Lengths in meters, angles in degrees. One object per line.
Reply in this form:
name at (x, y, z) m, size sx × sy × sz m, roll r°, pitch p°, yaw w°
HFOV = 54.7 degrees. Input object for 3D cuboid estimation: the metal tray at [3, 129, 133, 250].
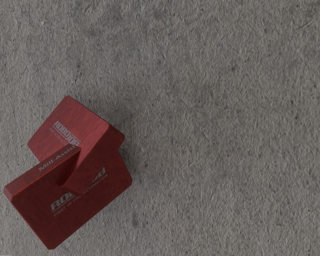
metal tray at (-0.104, 0.070, 0.377) m, size 0.030 × 0.131 × 0.090 m, roll 18°, pitch 137°, yaw 47°

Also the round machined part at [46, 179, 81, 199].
round machined part at (-0.114, 0.052, 0.427) m, size 0.098 × 0.042 × 0.098 m, roll -16°, pitch 64°, yaw 36°

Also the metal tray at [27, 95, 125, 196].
metal tray at (-0.113, 0.017, 0.401) m, size 0.130 × 0.030 × 0.090 m, roll 30°, pitch 80°, yaw 46°
